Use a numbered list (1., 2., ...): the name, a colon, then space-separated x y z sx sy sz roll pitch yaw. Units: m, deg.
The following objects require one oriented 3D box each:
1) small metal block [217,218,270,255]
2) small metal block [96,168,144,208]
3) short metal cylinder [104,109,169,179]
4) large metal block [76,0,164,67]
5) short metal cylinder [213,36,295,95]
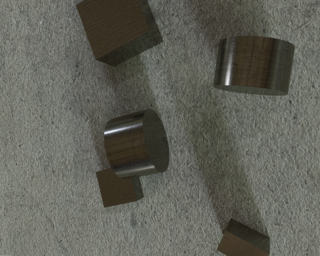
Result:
1. small metal block: 0.098 0.135 0.361 0.050 0.050 0.025 25 98 18
2. small metal block: -0.055 0.078 0.427 0.050 0.025 0.050 -16 85 19
3. short metal cylinder: -0.027 0.021 0.388 0.050 0.080 0.080 -14 86 19
4. large metal block: -0.053 -0.139 0.413 0.080 0.050 0.080 -23 83 18
5. short metal cylinder: 0.103 -0.066 0.343 0.080 0.080 0.050 8 93 19
